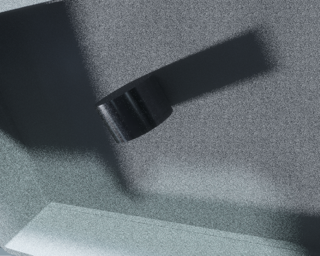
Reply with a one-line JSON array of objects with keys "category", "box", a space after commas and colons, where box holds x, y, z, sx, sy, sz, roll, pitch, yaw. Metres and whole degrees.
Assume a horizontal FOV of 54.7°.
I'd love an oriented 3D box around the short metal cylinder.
[{"category": "short metal cylinder", "box": [-0.032, -0.025, 0.373, 0.080, 0.080, 0.050, -19, 109, 35]}]
